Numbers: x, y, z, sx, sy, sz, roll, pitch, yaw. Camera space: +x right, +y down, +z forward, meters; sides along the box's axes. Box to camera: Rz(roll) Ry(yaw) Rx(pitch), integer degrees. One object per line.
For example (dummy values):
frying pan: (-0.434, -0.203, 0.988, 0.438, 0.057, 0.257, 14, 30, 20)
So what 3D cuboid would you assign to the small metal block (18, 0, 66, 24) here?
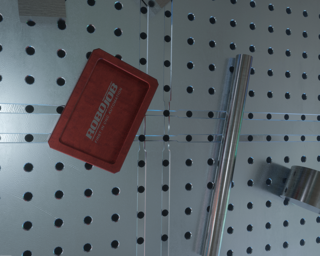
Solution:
small metal block: (-0.138, -0.151, 0.362, 0.050, 0.025, 0.050, -5, 92, -20)

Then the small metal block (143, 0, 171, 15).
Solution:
small metal block: (-0.002, -0.190, 0.413, 0.050, 0.025, 0.050, -46, 105, -14)

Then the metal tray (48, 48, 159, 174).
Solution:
metal tray: (-0.069, -0.020, 0.385, 0.090, 0.030, 0.130, 26, 81, -19)

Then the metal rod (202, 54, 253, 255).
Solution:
metal rod: (0.098, 0.041, 0.450, 0.025, 0.025, 0.298, 12, 86, -20)

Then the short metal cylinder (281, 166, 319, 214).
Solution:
short metal cylinder: (0.233, 0.097, 0.472, 0.080, 0.080, 0.050, 28, 81, -18)
